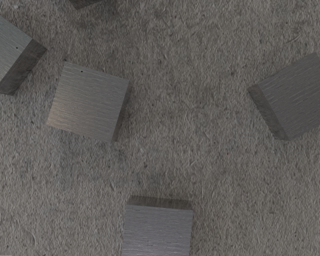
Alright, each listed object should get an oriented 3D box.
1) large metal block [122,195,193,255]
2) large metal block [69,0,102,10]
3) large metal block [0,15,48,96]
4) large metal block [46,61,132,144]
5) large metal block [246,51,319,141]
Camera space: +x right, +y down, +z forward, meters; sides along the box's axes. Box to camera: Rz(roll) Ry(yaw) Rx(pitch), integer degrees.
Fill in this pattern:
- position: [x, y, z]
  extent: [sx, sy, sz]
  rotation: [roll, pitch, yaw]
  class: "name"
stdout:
- position: [-0.004, 0.135, 0.397]
  extent: [0.080, 0.050, 0.080]
  rotation: [5, 90, 0]
  class: "large metal block"
- position: [-0.091, -0.212, 0.396]
  extent: [0.080, 0.050, 0.080]
  rotation: [-21, 90, 0]
  class: "large metal block"
- position: [-0.209, -0.099, 0.396]
  extent: [0.080, 0.050, 0.080]
  rotation: [36, 90, 0]
  class: "large metal block"
- position: [-0.087, -0.031, 0.397]
  extent: [0.080, 0.050, 0.080]
  rotation: [17, 90, 0]
  class: "large metal block"
- position: [0.173, -0.039, 0.399]
  extent: [0.080, 0.050, 0.080]
  rotation: [-30, 90, 0]
  class: "large metal block"
